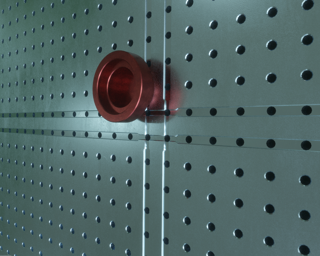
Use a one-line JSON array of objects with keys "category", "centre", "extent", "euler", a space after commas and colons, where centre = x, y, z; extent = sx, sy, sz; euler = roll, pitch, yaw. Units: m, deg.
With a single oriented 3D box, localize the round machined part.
[{"category": "round machined part", "centre": [-0.047, -0.056, 0.435], "extent": [0.098, 0.042, 0.097], "euler": [0, 90, 39]}]
